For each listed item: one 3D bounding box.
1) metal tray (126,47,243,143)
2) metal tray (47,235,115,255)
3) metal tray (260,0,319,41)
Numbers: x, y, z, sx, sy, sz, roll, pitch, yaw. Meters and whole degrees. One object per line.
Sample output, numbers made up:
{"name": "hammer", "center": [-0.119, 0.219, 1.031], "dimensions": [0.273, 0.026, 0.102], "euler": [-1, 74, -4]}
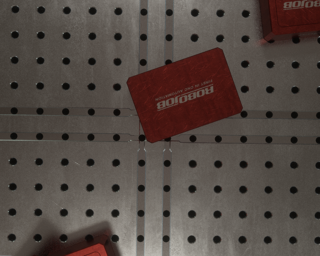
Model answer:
{"name": "metal tray", "center": [0.032, -0.042, 0.411], "dimensions": [0.131, 0.030, 0.090], "euler": [-19, 90, -1]}
{"name": "metal tray", "center": [-0.093, 0.220, 0.409], "dimensions": [0.090, 0.030, 0.129], "euler": [-20, 90, -1]}
{"name": "metal tray", "center": [0.204, -0.171, 0.413], "dimensions": [0.131, 0.030, 0.089], "euler": [-7, 90, -1]}
